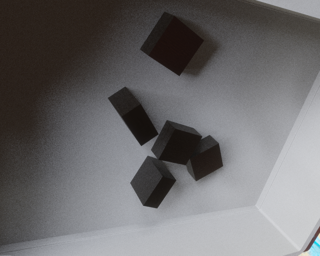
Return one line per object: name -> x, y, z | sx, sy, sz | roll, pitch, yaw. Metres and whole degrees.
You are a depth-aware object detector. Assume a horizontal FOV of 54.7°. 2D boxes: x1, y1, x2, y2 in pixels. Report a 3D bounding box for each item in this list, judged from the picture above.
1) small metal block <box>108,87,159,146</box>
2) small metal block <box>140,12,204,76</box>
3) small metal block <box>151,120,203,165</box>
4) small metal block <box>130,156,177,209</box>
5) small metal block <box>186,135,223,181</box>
small metal block -> -0.032, -0.014, 0.368 | 0.025, 0.050, 0.050 | -35, 129, -6
small metal block -> 0.014, -0.096, 0.358 | 0.050, 0.025, 0.050 | 26, 104, -38
small metal block -> 0.023, 0.021, 0.437 | 0.050, 0.025, 0.050 | 16, 110, -35
small metal block -> -0.011, 0.075, 0.435 | 0.025, 0.050, 0.050 | 22, 106, -37
small metal block -> 0.066, 0.046, 0.476 | 0.050, 0.025, 0.050 | -27, 128, -12
